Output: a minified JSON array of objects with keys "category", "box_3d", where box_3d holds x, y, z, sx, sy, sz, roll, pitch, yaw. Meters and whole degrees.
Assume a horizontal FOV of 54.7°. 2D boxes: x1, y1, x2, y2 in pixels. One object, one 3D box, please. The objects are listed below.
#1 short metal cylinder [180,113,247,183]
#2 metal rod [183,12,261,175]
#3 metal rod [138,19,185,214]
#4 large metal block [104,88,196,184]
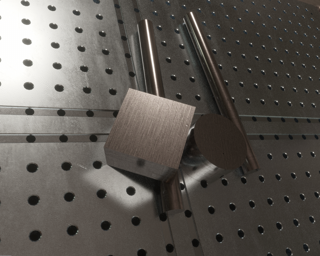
[{"category":"short metal cylinder","box_3d":[0.068,0.027,0.414,0.081,0.050,0.080,14,56,-21]},{"category":"metal rod","box_3d":[0.094,-0.069,0.502,0.025,0.025,0.299,-2,63,-30]},{"category":"metal rod","box_3d":[-0.004,-0.034,0.428,0.025,0.025,0.299,6,59,-26]},{"category":"large metal block","box_3d":[-0.011,0.010,0.360,0.080,0.050,0.080,17,61,4]}]
